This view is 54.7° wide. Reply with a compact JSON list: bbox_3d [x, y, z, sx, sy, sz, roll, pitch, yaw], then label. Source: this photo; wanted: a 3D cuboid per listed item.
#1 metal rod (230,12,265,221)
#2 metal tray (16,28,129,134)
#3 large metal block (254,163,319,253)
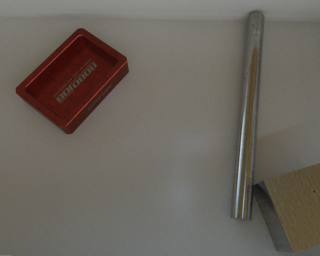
[{"bbox_3d":[0.122,-0.029,0.421,0.025,0.025,0.299,9,70,3],"label":"metal rod"},{"bbox_3d":[-0.118,-0.067,0.430,0.090,0.030,0.130,36,73,12],"label":"metal tray"},{"bbox_3d":[0.167,0.093,0.365,0.081,0.050,0.080,-15,71,-6],"label":"large metal block"}]
